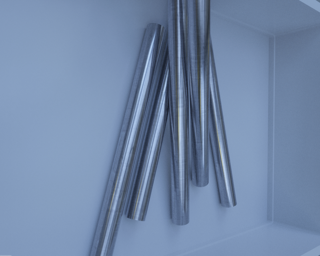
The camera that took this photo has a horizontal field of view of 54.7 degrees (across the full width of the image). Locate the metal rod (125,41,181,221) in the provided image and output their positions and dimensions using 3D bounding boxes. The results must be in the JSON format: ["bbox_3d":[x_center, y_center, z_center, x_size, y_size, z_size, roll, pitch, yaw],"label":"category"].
[{"bbox_3d":[0.002,-0.031,0.410,0.025,0.025,0.299,21,77,-38],"label":"metal rod"}]

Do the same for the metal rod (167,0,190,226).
[{"bbox_3d":[0.025,-0.015,0.400,0.025,0.025,0.298,-13,107,-40],"label":"metal rod"}]

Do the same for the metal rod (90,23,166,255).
[{"bbox_3d":[-0.037,0.013,0.377,0.025,0.025,0.299,21,77,-39],"label":"metal rod"}]

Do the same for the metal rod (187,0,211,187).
[{"bbox_3d":[0.049,-0.047,0.385,0.025,0.025,0.298,-31,130,-36],"label":"metal rod"}]

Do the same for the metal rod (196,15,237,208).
[{"bbox_3d":[0.085,-0.021,0.480,0.025,0.025,0.298,-18,102,-39],"label":"metal rod"}]
